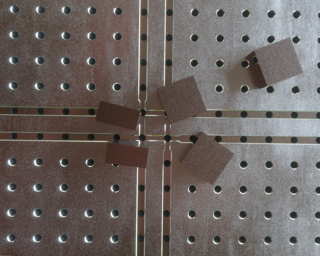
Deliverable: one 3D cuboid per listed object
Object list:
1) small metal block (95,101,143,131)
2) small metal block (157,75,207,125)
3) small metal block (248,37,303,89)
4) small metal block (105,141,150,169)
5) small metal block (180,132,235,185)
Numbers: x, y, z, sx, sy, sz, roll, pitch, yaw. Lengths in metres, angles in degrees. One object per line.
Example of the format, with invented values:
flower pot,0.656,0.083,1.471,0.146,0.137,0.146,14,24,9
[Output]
small metal block,-0.051,-0.015,0.400,0.050,0.050,0.025,14,90,-1
small metal block,0.029,-0.037,0.414,0.050,0.025,0.050,-21,90,-1
small metal block,0.155,-0.086,0.415,0.050,0.025,0.050,-21,90,-1
small metal block,-0.040,0.033,0.400,0.050,0.050,0.025,8,90,-1
small metal block,0.062,0.040,0.414,0.050,0.025,0.050,35,90,-1
